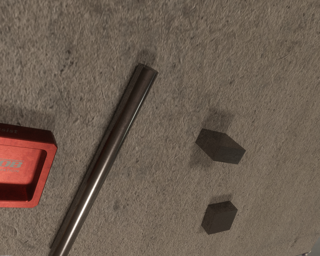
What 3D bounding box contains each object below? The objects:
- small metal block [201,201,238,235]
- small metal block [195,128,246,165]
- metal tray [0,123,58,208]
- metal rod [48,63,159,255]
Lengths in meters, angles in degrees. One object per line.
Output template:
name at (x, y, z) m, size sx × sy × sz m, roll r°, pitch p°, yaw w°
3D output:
small metal block at (0.109, 0.165, 0.572) m, size 0.050 × 0.025 × 0.050 m, roll -2°, pitch 119°, yaw -28°
small metal block at (0.089, 0.027, 0.458) m, size 0.050 × 0.050 × 0.025 m, roll 12°, pitch 112°, yaw -34°
metal tray at (-0.187, 0.039, 0.325) m, size 0.131 × 0.030 × 0.089 m, roll 11°, pitch 113°, yaw -34°
metal rod at (-0.080, 0.057, 0.399) m, size 0.025 × 0.025 × 0.298 m, roll 16°, pitch 110°, yaw -35°
